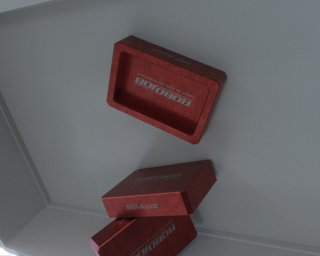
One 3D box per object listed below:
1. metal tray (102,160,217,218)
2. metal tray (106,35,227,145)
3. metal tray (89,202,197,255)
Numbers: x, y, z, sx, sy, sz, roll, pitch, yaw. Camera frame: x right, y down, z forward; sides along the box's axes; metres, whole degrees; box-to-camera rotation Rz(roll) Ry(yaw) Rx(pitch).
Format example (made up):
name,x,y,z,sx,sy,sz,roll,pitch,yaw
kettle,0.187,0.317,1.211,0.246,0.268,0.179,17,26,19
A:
name,x,y,z,sx,sy,sz,roll,pitch,yaw
metal tray,-0.001,0.081,0.413,0.130,0.091,0.030,-13,102,33
metal tray,0.003,-0.046,0.374,0.130,0.030,0.089,25,127,12
metal tray,-0.017,0.149,0.421,0.030,0.131,0.090,9,127,57
